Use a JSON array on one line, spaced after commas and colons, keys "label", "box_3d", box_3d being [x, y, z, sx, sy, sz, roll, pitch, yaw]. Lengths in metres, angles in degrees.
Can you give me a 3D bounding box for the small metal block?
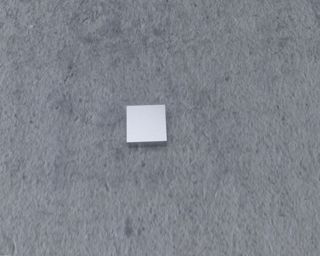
[{"label": "small metal block", "box_3d": [-0.018, -0.002, 0.409, 0.050, 0.025, 0.050, -2, 70, -1]}]
